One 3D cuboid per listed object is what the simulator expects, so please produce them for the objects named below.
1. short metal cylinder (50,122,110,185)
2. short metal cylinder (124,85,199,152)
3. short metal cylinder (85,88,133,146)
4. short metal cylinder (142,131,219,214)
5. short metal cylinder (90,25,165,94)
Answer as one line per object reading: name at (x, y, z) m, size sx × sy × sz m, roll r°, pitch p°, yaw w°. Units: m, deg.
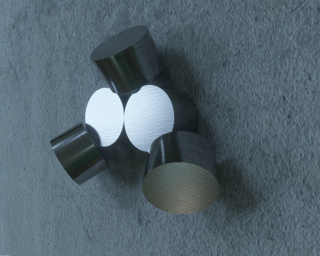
short metal cylinder at (-0.117, 0.037, 0.459) m, size 0.050 × 0.080 × 0.080 m, roll -32°, pitch 64°, yaw -8°
short metal cylinder at (0.001, -0.011, 0.389) m, size 0.080 × 0.050 × 0.080 m, roll 0°, pitch 90°, yaw 40°
short metal cylinder at (-0.061, -0.015, 0.440) m, size 0.080 × 0.050 × 0.080 m, roll 0°, pitch 90°, yaw 40°
short metal cylinder at (0.023, 0.050, 0.343) m, size 0.080 × 0.080 × 0.050 m, roll -44°, pitch 22°, yaw 31°
short metal cylinder at (-0.041, -0.088, 0.397) m, size 0.080 × 0.080 × 0.050 m, roll 2°, pitch 134°, yaw 40°
